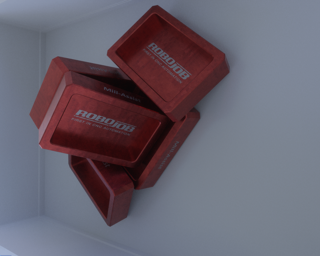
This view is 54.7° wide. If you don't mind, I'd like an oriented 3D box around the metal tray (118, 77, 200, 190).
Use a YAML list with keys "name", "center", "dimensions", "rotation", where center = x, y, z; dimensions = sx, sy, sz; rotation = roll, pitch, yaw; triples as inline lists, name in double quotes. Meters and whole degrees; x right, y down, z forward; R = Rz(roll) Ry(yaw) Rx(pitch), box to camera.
- name: "metal tray"
  center: [-0.016, 0.006, 0.412]
  dimensions: [0.090, 0.030, 0.129]
  rotation: [46, 117, 29]

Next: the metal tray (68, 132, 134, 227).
- name: "metal tray"
  center: [-0.091, 0.067, 0.451]
  dimensions: [0.130, 0.030, 0.089]
  rotation: [47, 142, 29]

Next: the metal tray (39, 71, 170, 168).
- name: "metal tray"
  center: [-0.065, -0.004, 0.372]
  dimensions: [0.089, 0.131, 0.030]
  rotation: [-57, 34, 24]

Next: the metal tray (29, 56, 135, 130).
- name: "metal tray"
  center: [-0.090, -0.038, 0.407]
  dimensions: [0.030, 0.131, 0.089]
  rotation: [48, 119, 30]

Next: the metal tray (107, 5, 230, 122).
- name: "metal tray"
  center: [0.006, -0.081, 0.372]
  dimensions: [0.090, 0.030, 0.130]
  rotation: [-44, 60, 2]
